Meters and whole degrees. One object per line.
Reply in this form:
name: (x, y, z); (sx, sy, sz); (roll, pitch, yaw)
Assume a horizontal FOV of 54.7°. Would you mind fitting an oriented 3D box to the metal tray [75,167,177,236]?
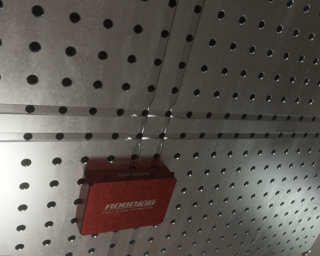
metal tray: (-0.048, 0.103, 0.447); (0.131, 0.030, 0.089); (2, 118, -30)
